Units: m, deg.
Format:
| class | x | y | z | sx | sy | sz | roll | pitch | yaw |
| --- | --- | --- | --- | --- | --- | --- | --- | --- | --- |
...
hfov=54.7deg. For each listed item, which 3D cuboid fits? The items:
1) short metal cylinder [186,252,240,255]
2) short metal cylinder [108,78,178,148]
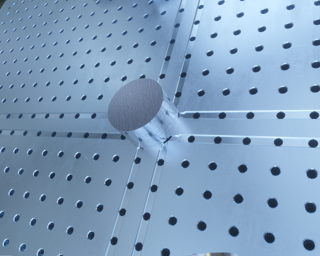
| class | x | y | z | sx | sy | sz | roll | pitch | yaw |
| --- | --- | --- | --- | --- | --- | --- | --- | --- | --- |
| short metal cylinder | 0.035 | 0.143 | 0.267 | 0.080 | 0.080 | 0.050 | -19 | 54 | 17 |
| short metal cylinder | -0.022 | -0.020 | 0.416 | 0.080 | 0.050 | 0.080 | -13 | 56 | 21 |
